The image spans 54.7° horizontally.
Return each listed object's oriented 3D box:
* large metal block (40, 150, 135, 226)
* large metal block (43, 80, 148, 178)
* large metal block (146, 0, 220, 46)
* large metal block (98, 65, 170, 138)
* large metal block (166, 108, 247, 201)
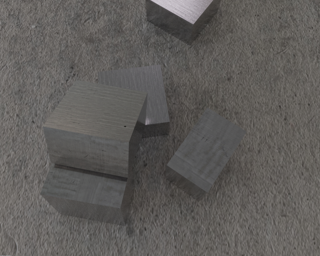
[{"bbox_3d":[-0.075,0.070,0.349,0.080,0.080,0.050,9,61,3],"label":"large metal block"},{"bbox_3d":[-0.062,-0.002,0.324,0.080,0.050,0.080,10,42,4],"label":"large metal block"},{"bbox_3d":[0.036,-0.184,0.462,0.080,0.050,0.080,34,73,11],"label":"large metal block"},{"bbox_3d":[-0.034,-0.031,0.406,0.081,0.050,0.080,-7,70,-3],"label":"large metal block"},{"bbox_3d":[0.051,0.035,0.366,0.050,0.080,0.080,33,73,11],"label":"large metal block"}]
